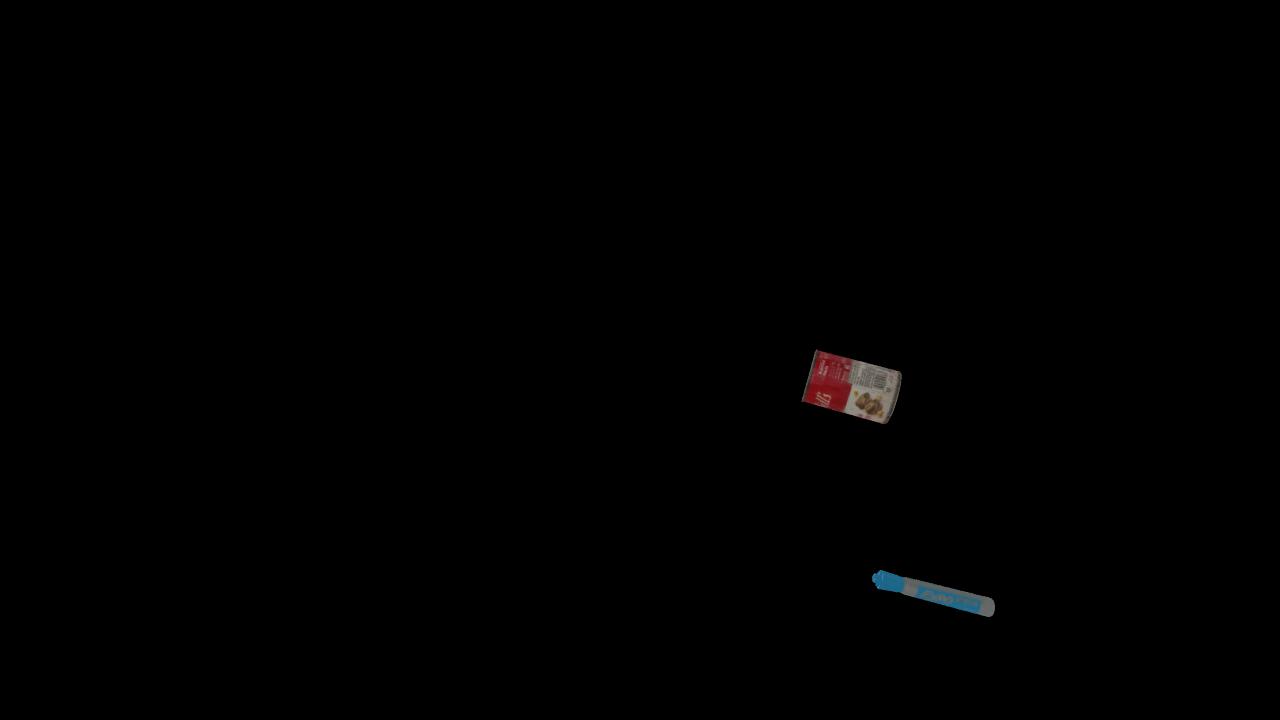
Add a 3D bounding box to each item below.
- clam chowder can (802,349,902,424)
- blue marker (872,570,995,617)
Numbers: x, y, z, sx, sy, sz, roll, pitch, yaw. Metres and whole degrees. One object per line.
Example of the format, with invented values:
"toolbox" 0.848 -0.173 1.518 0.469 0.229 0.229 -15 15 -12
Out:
"clam chowder can" 0.255 0.032 0.746 0.102 0.068 0.068 15 4 15
"blue marker" 0.294 0.234 0.619 0.121 0.020 0.020 14 0 0
